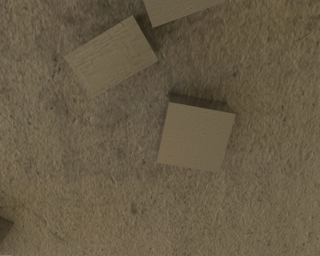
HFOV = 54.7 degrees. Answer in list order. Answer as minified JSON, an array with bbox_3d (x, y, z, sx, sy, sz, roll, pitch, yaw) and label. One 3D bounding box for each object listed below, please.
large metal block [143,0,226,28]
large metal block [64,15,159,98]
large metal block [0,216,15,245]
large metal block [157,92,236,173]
[{"bbox_3d":[0.017,-0.163,0.337,0.080,0.050,0.080,-18,109,6],"label":"large metal block"},{"bbox_3d":[-0.049,-0.084,0.349,0.080,0.080,0.050,-28,108,9],"label":"large metal block"},{"bbox_3d":[-0.278,0.164,0.453,0.080,0.050,0.080,32,107,-12],"label":"large metal block"},{"bbox_3d":[0.043,0.005,0.399,0.081,0.050,0.079,10,110,-4],"label":"large metal block"}]
